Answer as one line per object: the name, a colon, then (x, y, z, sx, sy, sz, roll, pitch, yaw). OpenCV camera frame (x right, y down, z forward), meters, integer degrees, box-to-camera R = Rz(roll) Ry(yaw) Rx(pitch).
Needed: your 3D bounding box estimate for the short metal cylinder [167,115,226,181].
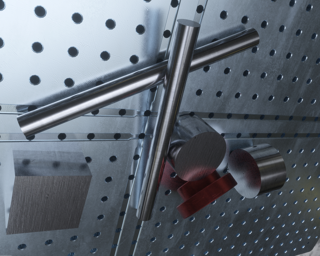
short metal cylinder: (0.045, 0.028, 0.437, 0.081, 0.050, 0.079, -14, 124, -21)

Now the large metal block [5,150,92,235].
large metal block: (-0.134, 0.074, 0.368, 0.081, 0.050, 0.079, 5, 116, -31)

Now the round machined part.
round machined part: (0.066, 0.095, 0.475, 0.098, 0.042, 0.098, -31, 165, -9)

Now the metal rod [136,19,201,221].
metal rod: (0.002, 0.014, 0.399, 0.025, 0.025, 0.298, -6, 128, -26)

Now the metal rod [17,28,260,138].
metal rod: (-0.013, -0.060, 0.366, 0.302, 0.025, 0.025, -24, 127, -14)

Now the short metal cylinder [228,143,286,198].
short metal cylinder: (0.155, 0.068, 0.503, 0.050, 0.080, 0.079, -10, 123, -23)
